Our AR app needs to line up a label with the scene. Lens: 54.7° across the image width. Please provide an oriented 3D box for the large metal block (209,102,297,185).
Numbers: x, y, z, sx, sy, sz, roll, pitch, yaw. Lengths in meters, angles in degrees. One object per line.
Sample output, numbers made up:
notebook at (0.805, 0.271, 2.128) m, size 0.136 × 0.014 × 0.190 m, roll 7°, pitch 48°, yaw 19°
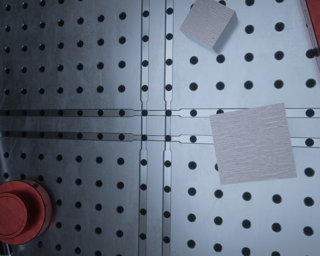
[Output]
large metal block at (0.108, 0.018, 0.361) m, size 0.080 × 0.050 × 0.080 m, roll -10°, pitch 87°, yaw 19°

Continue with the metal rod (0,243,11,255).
metal rod at (-0.292, 0.066, 0.513) m, size 0.025 × 0.025 × 0.298 m, roll -16°, pitch 85°, yaw 19°

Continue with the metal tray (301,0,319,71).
metal tray at (0.212, -0.122, 0.336) m, size 0.090 × 0.030 × 0.129 m, roll -14°, pitch 85°, yaw 19°

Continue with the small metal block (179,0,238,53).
small metal block at (0.061, -0.132, 0.391) m, size 0.050 × 0.025 × 0.050 m, roll 35°, pitch 101°, yaw 16°

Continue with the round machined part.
round machined part at (-0.221, 0.129, 0.469) m, size 0.099 × 0.042 × 0.097 m, roll 0°, pitch 86°, yaw 8°
